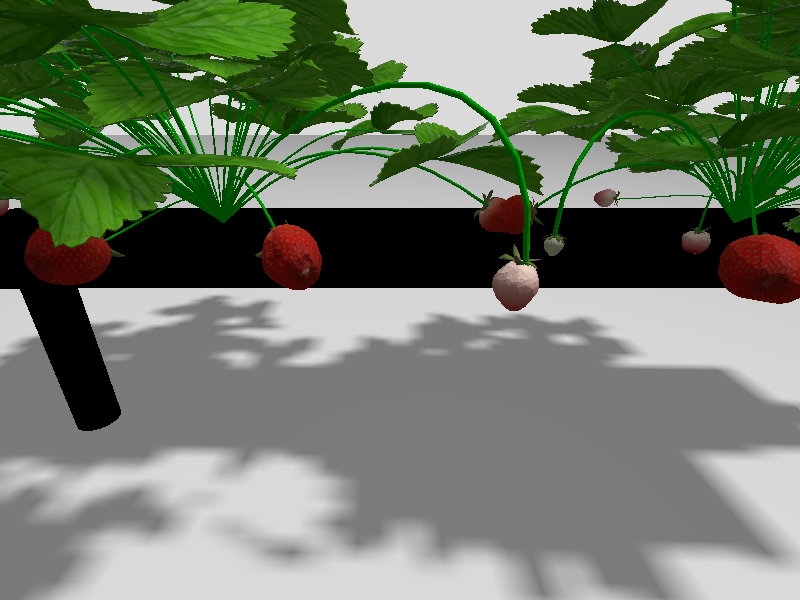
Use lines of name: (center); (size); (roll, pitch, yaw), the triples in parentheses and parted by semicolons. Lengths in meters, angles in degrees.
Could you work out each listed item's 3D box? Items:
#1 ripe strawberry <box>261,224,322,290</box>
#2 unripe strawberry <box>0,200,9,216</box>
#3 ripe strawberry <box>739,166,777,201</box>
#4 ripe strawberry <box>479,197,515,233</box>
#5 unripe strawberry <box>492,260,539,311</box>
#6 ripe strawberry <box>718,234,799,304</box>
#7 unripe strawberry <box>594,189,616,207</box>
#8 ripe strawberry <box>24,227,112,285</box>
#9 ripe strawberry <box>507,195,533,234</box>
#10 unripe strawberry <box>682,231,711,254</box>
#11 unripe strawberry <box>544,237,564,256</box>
ripe strawberry: (-0.053, -0.020, 0.201); (0.030, 0.034, 0.032); (-15, 34, -30)
unripe strawberry: (-0.382, -0.089, 0.369); (0.030, 0.031, 0.029); (26, 24, -5)
ripe strawberry: (0.402, -0.130, 0.449); (0.037, 0.039, 0.040); (21, 31, 39)
ripe strawberry: (0.076, -0.063, 0.308); (0.028, 0.027, 0.030); (36, 25, -6)
unripe strawberry: (0.053, -0.006, 0.183); (0.020, 0.024, 0.024); (19, 30, 37)
ripe strawberry: (0.173, -0.014, 0.188); (0.036, 0.031, 0.036); (16, 29, 32)
unripe strawberry: (0.211, -0.105, 0.412); (0.020, 0.017, 0.020); (18, 29, 36)
ripe strawberry: (-0.178, -0.024, 0.213); (0.034, 0.036, 0.037); (4, 25, 8)
ripe strawberry: (0.087, -0.066, 0.313); (0.032, 0.031, 0.029); (-8, 25, -8)
unripe strawberry: (0.197, -0.038, 0.266); (0.015, 0.015, 0.016); (-21, 31, -39)
unripe strawberry: (0.087, -0.030, 0.227); (0.011, 0.011, 0.011); (-14, 28, -29)
